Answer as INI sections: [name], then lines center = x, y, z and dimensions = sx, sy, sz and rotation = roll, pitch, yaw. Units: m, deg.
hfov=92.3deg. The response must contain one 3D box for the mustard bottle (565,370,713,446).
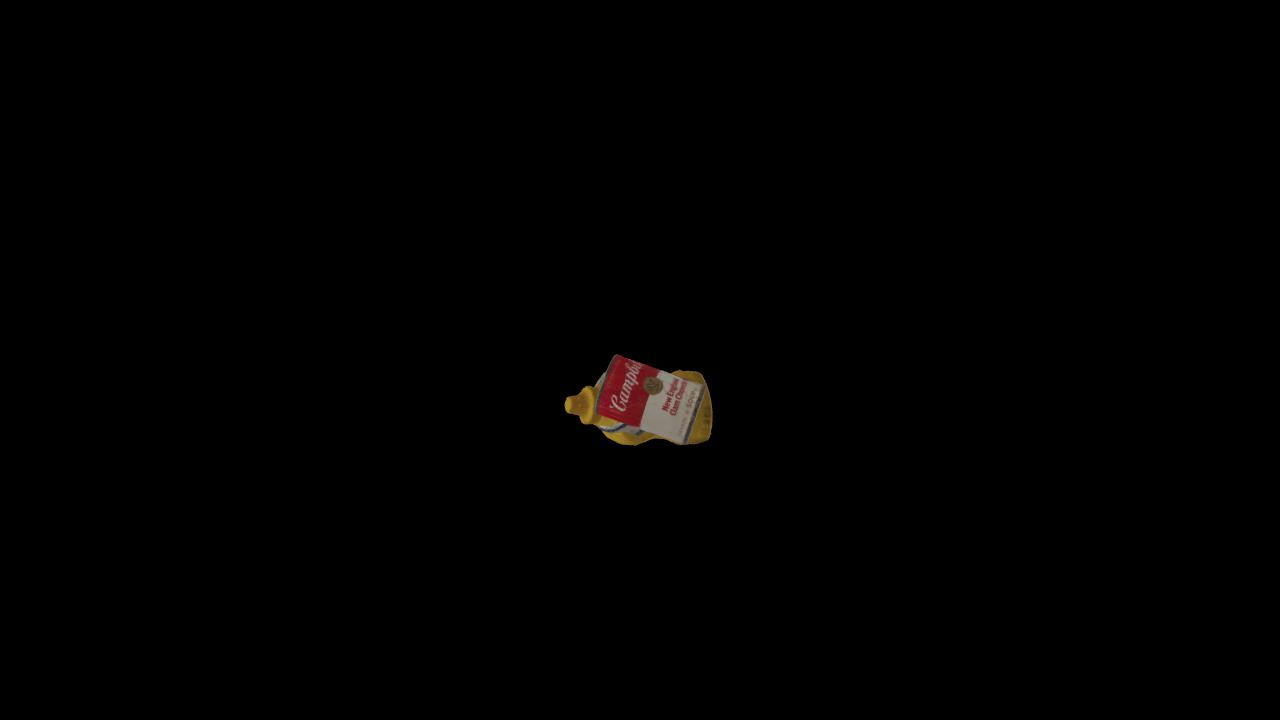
[mustard bottle]
center = -0.002, 0.054, 0.718
dimensions = 0.184, 0.092, 0.054
rotation = 4, -13, -32

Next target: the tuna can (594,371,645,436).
[tuna can]
center = -0.018, 0.046, 0.704
dimensions = 0.084, 0.084, 0.034
rotation = 0, -23, 43

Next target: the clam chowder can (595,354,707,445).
[clam chowder can]
center = 0.012, 0.042, 0.644
dimensions = 0.102, 0.068, 0.068
rotation = 19, 2, 6
